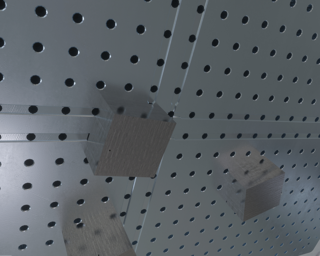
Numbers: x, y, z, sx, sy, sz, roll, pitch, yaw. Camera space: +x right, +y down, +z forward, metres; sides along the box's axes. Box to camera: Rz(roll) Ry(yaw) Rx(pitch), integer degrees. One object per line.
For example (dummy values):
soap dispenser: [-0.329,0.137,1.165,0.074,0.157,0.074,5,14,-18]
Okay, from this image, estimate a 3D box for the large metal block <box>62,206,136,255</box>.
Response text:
large metal block: [-0.082,0.171,0.436,0.080,0.080,0.050,-25,127,-13]

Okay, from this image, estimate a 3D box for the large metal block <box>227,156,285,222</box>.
large metal block: [0.168,0.108,0.553,0.081,0.050,0.080,-18,126,-18]

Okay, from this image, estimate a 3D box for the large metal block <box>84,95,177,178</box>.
large metal block: [-0.038,0.012,0.381,0.081,0.050,0.080,8,115,-32]
